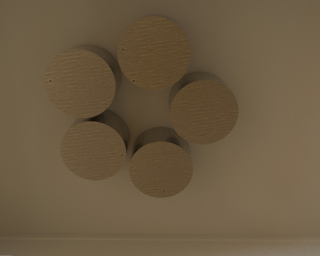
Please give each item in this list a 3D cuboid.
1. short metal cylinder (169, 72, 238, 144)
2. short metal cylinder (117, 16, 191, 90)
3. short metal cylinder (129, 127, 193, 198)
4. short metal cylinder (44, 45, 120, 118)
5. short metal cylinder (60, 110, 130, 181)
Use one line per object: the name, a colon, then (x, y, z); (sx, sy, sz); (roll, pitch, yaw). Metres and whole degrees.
short metal cylinder: (0.052, -0.026, 0.387); (0.081, 0.050, 0.079); (0, 110, 0)
short metal cylinder: (-0.006, -0.089, 0.363); (0.081, 0.050, 0.079); (0, 110, 0)
short metal cylinder: (0.001, 0.045, 0.412); (0.081, 0.050, 0.079); (0, 110, 0)
short metal cylinder: (-0.090, -0.057, 0.374); (0.081, 0.050, 0.079); (0, 110, 0)
short metal cylinder: (-0.082, 0.021, 0.403); (0.081, 0.050, 0.079); (0, 110, 0)
